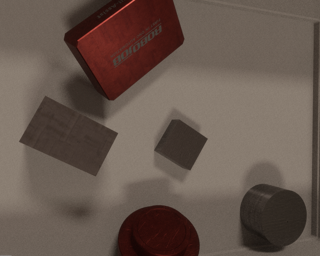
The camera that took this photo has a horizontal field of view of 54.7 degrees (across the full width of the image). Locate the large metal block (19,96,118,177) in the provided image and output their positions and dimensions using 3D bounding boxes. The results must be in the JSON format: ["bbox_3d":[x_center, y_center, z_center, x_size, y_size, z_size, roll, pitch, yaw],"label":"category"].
[{"bbox_3d":[-0.102,0.009,0.344,0.080,0.080,0.050,29,81,-18],"label":"large metal block"}]

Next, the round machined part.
[{"bbox_3d":[-0.001,0.132,0.371,0.099,0.098,0.042,-6,130,-20],"label":"round machined part"}]

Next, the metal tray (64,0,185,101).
[{"bbox_3d":[-0.036,-0.106,0.370,0.130,0.030,0.090,-42,139,-15],"label":"metal tray"}]

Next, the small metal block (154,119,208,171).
[{"bbox_3d":[0.029,0.023,0.422,0.050,0.025,0.050,33,79,-17],"label":"small metal block"}]

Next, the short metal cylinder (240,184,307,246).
[{"bbox_3d":[0.168,0.127,0.462,0.081,0.050,0.079,0,90,-21],"label":"short metal cylinder"}]
